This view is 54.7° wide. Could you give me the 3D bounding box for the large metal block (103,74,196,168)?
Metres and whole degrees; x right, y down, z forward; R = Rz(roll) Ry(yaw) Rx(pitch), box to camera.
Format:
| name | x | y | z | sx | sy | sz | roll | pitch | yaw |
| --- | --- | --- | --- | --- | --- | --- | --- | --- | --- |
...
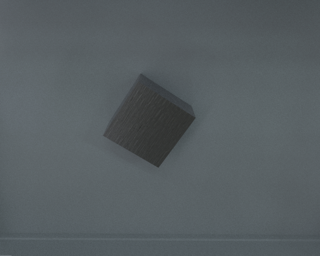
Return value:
| name | x | y | z | sx | sy | sz | roll | pitch | yaw |
| --- | --- | --- | --- | --- | --- | --- | --- | --- | --- |
| large metal block | -0.013 | -0.010 | 0.394 | 0.080 | 0.050 | 0.080 | 32 | 107 | -12 |
